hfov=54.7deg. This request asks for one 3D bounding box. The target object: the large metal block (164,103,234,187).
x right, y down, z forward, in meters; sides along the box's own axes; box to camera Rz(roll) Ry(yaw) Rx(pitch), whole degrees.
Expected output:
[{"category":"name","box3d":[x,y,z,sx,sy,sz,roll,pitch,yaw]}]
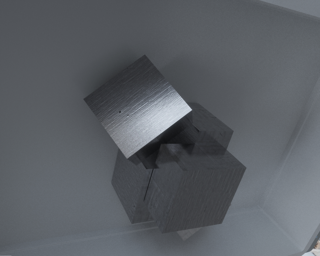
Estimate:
[{"category":"large metal block","box3d":[0.039,0.019,0.403,0.050,0.080,0.079,1,118,-29]}]

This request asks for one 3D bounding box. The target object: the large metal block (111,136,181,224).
[{"category":"large metal block","box3d":[-0.019,0.062,0.399,0.050,0.080,0.079,1,118,-29]}]

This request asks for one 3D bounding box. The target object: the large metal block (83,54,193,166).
[{"category":"large metal block","box3d":[-0.021,-0.018,0.339,0.080,0.080,0.050,-37,164,-4]}]

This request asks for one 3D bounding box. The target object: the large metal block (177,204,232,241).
[{"category":"large metal block","box3d":[0.045,0.106,0.452,0.080,0.080,0.050,-36,94,-5]}]

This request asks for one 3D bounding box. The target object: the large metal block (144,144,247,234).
[{"category":"large metal block","box3d":[0.037,0.065,0.346,0.081,0.050,0.079,2,118,-29]}]
